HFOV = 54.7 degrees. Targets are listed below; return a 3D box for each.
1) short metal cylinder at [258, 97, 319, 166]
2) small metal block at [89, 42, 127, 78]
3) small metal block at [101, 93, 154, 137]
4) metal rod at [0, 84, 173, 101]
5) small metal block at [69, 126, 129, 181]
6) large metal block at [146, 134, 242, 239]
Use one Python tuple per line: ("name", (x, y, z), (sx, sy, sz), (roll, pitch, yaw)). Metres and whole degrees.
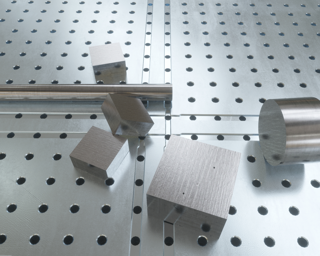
("short metal cylinder", (0.157, 0.004, 0.371), (0.050, 0.080, 0.080), (-3, 50, -3))
("small metal block", (-0.085, -0.110, 0.499), (0.050, 0.025, 0.050), (-12, 51, -10))
("small metal block", (-0.043, -0.017, 0.406), (0.050, 0.025, 0.050), (7, 40, -40))
("metal rod", (-0.133, -0.052, 0.448), (0.302, 0.025, 0.025), (0, 50, -1))
("small metal block", (-0.073, 0.030, 0.381), (0.050, 0.025, 0.050), (20, 53, 15))
("large metal block", (0.038, 0.062, 0.340), (0.080, 0.050, 0.080), (15, 52, 12))
